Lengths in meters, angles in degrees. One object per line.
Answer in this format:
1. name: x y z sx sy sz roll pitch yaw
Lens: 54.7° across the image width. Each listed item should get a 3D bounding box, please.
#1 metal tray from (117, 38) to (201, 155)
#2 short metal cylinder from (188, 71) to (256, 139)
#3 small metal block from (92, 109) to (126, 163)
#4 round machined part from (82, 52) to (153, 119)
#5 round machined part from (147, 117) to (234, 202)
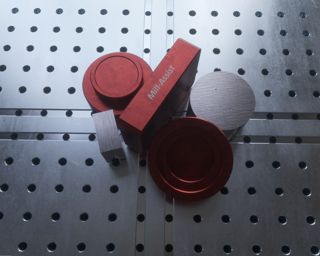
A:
1. metal tray: 0.001 -0.036 0.386 0.030 0.090 0.130 31 73 10
2. short metal cylinder: 0.077 -0.027 0.404 0.081 0.050 0.080 0 70 0
3. small metal block: -0.063 0.011 0.389 0.025 0.050 0.050 -14 71 -5
4. round machined part: -0.056 -0.063 0.420 0.099 0.042 0.098 0 70 0
5. round machined part: 0.037 0.035 0.374 0.098 0.042 0.097 0 91 10
